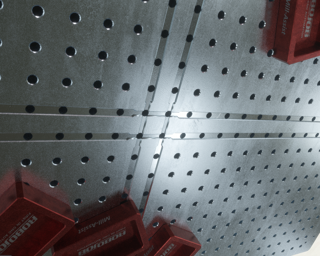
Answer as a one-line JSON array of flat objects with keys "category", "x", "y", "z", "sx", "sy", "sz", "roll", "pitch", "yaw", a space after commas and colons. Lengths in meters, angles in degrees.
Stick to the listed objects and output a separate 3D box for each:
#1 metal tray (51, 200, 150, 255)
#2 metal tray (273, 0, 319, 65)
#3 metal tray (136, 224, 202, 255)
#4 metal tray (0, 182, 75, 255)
[{"category": "metal tray", "x": -0.087, "y": 0.174, "z": 0.469, "sx": 0.131, "sy": 0.030, "sz": 0.089, "roll": -22, "pitch": 127, "yaw": -16}, {"category": "metal tray", "x": 0.208, "y": -0.161, "z": 0.424, "sx": 0.091, "sy": 0.030, "sz": 0.129, "roll": -18, "pitch": 126, "yaw": -18}, {"category": "metal tray", "x": 0.002, "y": 0.239, "z": 0.559, "sx": 0.130, "sy": 0.030, "sz": 0.090, "roll": -50, "pitch": 129, "yaw": 7}, {"category": "metal tray", "x": -0.187, "y": 0.138, "z": 0.392, "sx": 0.130, "sy": 0.030, "sz": 0.090, "roll": -44, "pitch": 130, "yaw": 2}]
